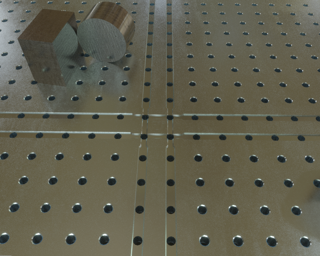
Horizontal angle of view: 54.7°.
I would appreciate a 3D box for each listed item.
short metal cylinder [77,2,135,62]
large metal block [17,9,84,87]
[{"bbox_3d":[-0.086,-0.154,0.501,0.080,0.080,0.050,10,51,8],"label":"short metal cylinder"},{"bbox_3d":[-0.161,-0.123,0.474,0.050,0.080,0.080,8,51,7],"label":"large metal block"}]
